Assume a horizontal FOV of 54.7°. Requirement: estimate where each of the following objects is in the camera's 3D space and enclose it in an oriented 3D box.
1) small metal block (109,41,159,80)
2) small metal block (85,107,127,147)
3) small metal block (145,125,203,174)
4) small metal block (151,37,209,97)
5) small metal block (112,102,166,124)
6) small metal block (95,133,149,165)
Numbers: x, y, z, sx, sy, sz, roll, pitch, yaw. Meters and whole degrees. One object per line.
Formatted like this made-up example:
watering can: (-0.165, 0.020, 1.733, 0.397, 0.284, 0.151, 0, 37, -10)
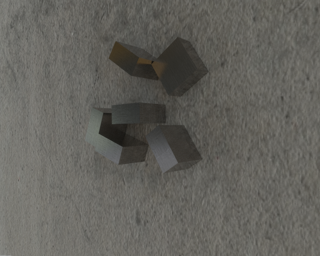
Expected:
small metal block: (-0.031, -0.089, 0.412, 0.050, 0.050, 0.025, 40, 115, 32)
small metal block: (-0.076, -0.001, 0.449, 0.025, 0.050, 0.050, 25, 105, 37)
small metal block: (0.017, 0.024, 0.373, 0.025, 0.050, 0.050, -40, 66, 32)
small metal block: (0.024, -0.074, 0.384, 0.050, 0.025, 0.050, -41, 66, 32)
small metal block: (-0.028, -0.018, 0.410, 0.050, 0.050, 0.025, -2, 89, 39)
small metal block: (-0.053, 0.027, 0.430, 0.050, 0.050, 0.025, 24, 105, 37)
